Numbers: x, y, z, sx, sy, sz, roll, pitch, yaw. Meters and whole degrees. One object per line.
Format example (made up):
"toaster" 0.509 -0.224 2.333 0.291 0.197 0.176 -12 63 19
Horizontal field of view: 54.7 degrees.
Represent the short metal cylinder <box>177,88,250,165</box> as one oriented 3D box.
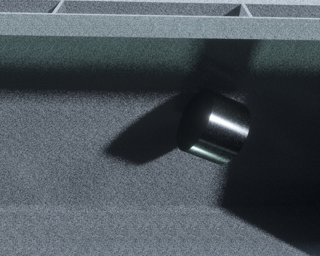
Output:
"short metal cylinder" 0.062 -0.002 0.373 0.050 0.080 0.080 22 127 -18
